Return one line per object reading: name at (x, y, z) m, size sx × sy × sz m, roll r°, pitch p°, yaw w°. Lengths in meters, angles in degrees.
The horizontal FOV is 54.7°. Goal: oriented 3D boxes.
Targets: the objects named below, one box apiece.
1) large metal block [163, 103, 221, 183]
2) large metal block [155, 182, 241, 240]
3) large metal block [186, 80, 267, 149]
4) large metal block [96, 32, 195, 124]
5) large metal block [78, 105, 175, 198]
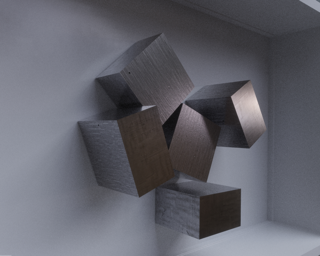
large metal block at (0.029, 0.021, 0.415) m, size 0.080 × 0.050 × 0.080 m, roll 28°, pitch 72°, yaw -37°
large metal block at (0.051, 0.105, 0.415) m, size 0.081 × 0.080 × 0.050 m, roll 1°, pitch 90°, yaw -40°
large metal block at (0.097, -0.019, 0.452) m, size 0.050 × 0.080 × 0.080 m, roll -38°, pitch 114°, yaw -34°
large metal block at (-0.015, -0.055, 0.377) m, size 0.080 × 0.050 × 0.080 m, roll -50°, pitch 120°, yaw -29°
large metal block at (-0.038, 0.022, 0.339) m, size 0.050 × 0.080 × 0.080 m, roll -24°, pitch 106°, yaw -38°
